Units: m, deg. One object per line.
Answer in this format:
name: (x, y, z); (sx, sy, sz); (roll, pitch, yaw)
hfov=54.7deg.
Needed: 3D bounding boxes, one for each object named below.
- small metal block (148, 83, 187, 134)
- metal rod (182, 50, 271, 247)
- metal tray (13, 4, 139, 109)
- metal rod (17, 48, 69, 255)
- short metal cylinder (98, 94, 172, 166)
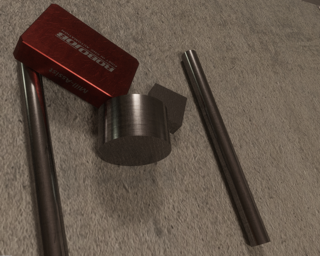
small metal block: (0.006, -0.027, 0.425); (0.050, 0.025, 0.050); (24, 53, -14)
metal rod: (0.086, 0.013, 0.444); (0.025, 0.025, 0.299); (-2, 63, -30)
metal tray: (-0.096, -0.085, 0.383); (0.130, 0.030, 0.090); (32, 44, -19)
metal rod: (-0.119, 0.043, 0.313); (0.025, 0.025, 0.299); (-3, 63, -30)
short metal cylinder: (-0.029, 0.005, 0.351); (0.081, 0.080, 0.050); (9, 58, -24)
